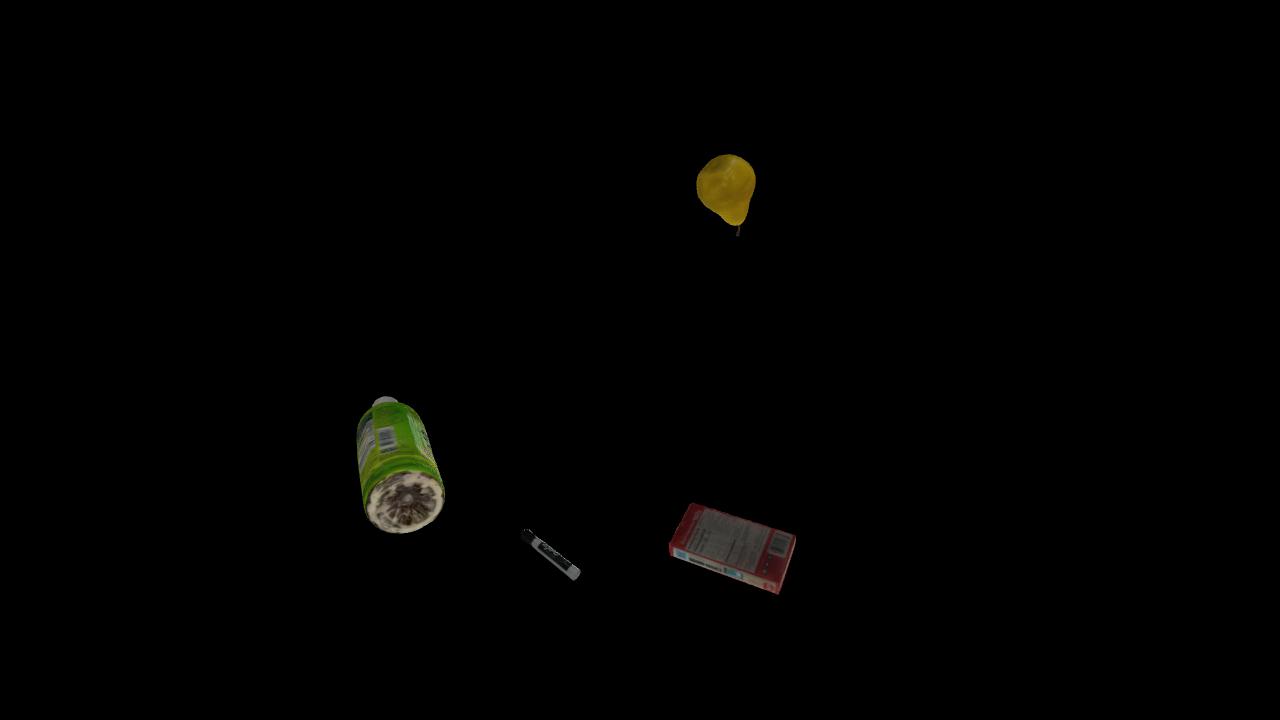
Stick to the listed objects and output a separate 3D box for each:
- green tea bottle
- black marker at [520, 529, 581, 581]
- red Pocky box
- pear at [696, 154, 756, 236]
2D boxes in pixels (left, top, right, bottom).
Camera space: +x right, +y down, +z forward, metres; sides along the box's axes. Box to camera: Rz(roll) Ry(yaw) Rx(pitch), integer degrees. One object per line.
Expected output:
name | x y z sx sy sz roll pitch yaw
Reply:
green tea bottle | -0.252 0.091 0.633 0.073 0.073 0.212 0 22 -27
black marker | -0.146 0.309 0.983 0.121 0.020 0.020 30 13 24
red Pocky box | 0.125 0.252 0.834 0.155 0.028 0.083 13 42 24
pear | 0.127 -0.220 0.833 0.080 0.080 0.111 0 -36 39
